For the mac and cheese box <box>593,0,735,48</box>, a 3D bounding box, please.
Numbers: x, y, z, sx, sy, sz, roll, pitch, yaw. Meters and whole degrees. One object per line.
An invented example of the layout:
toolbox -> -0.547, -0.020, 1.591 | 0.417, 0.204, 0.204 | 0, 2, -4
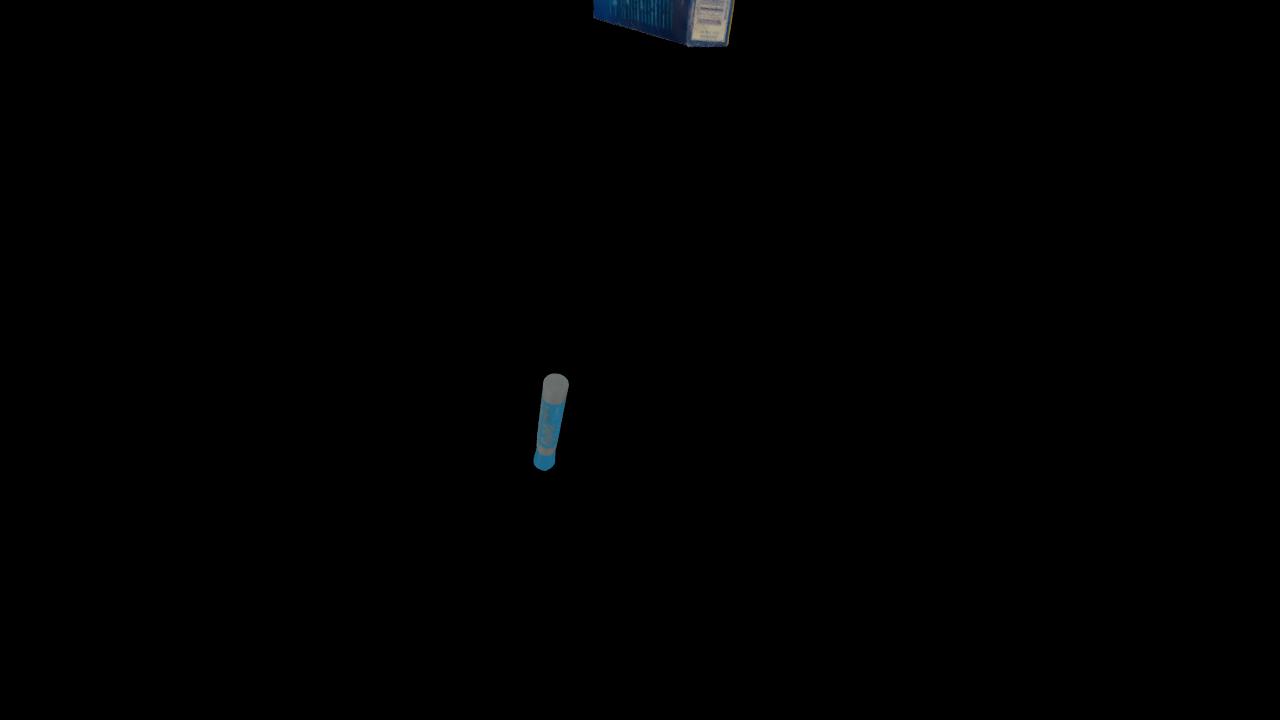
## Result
mac and cheese box -> 0.014, -0.307, 0.480 | 0.041, 0.093, 0.184 | -12, 37, -22

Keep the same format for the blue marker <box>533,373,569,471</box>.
blue marker -> -0.073, 0.054, 0.494 | 0.020, 0.020, 0.121 | 0, -39, -14
